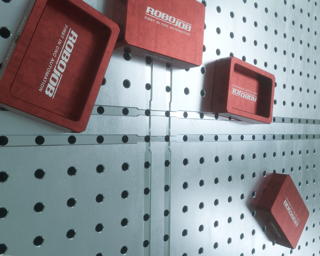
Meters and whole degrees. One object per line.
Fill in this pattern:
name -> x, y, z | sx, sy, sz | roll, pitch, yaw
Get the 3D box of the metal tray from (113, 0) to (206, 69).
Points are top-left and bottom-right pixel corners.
metal tray -> 0.003, -0.135, 0.407 | 0.131, 0.030, 0.090 | 6, 86, -40

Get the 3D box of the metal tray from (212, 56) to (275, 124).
metal tray -> 0.145, -0.059, 0.525 | 0.131, 0.030, 0.090 | 10, 84, -39

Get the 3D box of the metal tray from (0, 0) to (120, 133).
metal tray -> -0.103, -0.069, 0.318 | 0.090, 0.030, 0.130 | 26, 74, -37

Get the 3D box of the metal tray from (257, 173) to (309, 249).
metal tray -> 0.245, 0.163, 0.610 | 0.090, 0.030, 0.130 | -51, 120, -28
